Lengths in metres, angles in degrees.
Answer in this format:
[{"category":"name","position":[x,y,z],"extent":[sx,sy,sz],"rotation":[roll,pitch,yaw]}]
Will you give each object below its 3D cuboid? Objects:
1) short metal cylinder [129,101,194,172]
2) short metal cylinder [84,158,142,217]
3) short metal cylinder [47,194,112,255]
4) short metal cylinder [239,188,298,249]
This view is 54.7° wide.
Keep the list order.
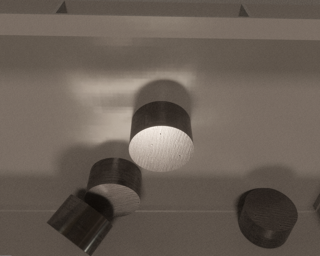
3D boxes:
[{"category":"short metal cylinder","position":[0.002,0.012,0.403],"extent":[0.081,0.050,0.079],"rotation":[0,130,0]},{"category":"short metal cylinder","position":[-0.069,0.090,0.469],"extent":[0.081,0.050,0.079],"rotation":[-1,130,0]},{"category":"short metal cylinder","position":[-0.118,0.143,0.458],"extent":[0.080,0.050,0.080],"rotation":[29,153,17]},{"category":"short metal cylinder","position":[0.172,0.144,0.498],"extent":[0.081,0.080,0.050],"rotation":[1,130,-1]}]
